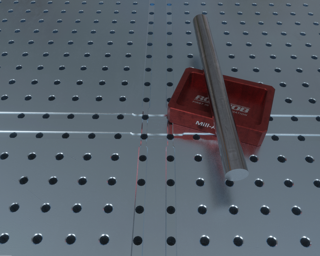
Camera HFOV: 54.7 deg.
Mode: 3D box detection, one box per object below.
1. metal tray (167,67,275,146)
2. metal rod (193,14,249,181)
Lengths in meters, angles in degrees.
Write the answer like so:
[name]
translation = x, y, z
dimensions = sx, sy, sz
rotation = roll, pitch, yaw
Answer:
[metal tray]
translation = 0.086, -0.034, 0.432
dimensions = 0.130, 0.030, 0.090
rotation = 16, 52, 13
[metal rod]
translation = 0.074, -0.065, 0.422
dimensions = 0.025, 0.025, 0.300
rotation = -2, 50, -2
